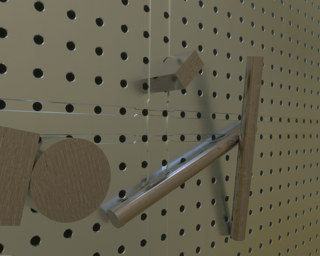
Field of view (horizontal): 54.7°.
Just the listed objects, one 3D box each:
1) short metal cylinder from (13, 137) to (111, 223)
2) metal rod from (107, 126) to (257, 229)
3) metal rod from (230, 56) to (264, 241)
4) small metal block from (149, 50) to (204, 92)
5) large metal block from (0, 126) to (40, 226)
[{"bbox_3d":[-0.098,0.049,0.312,0.081,0.050,0.079,0,91,-41],"label":"short metal cylinder"},{"bbox_3d":[0.053,0.053,0.456,0.302,0.025,0.025,-27,107,-37],"label":"metal rod"},{"bbox_3d":[0.138,0.038,0.497,0.025,0.025,0.298,-6,103,-40],"label":"metal rod"},{"bbox_3d":[0.022,-0.076,0.414,0.050,0.050,0.025,-52,121,-27],"label":"small metal block"},{"bbox_3d":[-0.158,0.036,0.261,0.081,0.050,0.080,16,80,-39],"label":"large metal block"}]
